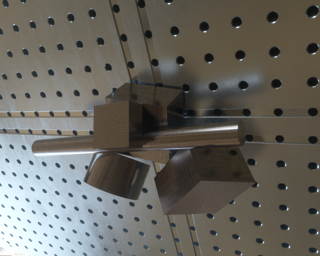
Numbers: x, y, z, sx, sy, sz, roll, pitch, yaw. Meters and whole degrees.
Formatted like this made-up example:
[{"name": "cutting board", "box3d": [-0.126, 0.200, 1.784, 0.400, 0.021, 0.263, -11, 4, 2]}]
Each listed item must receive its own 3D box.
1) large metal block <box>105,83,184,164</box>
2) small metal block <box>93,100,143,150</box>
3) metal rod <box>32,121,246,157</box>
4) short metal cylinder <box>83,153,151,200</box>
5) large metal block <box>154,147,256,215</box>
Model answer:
[{"name": "large metal block", "box3d": [-0.017, -0.007, 0.394, 0.080, 0.050, 0.079, 10, 123, 22]}, {"name": "small metal block", "box3d": [-0.048, -0.001, 0.350, 0.050, 0.025, 0.050, -6, 81, 31]}, {"name": "metal rod", "box3d": [-0.049, 0.017, 0.378, 0.300, 0.025, 0.025, -5, 116, 31]}, {"name": "short metal cylinder", "box3d": [-0.059, 0.062, 0.433, 0.080, 0.080, 0.050, 18, 83, 18]}, {"name": "large metal block", "box3d": [0.051, 0.063, 0.375, 0.081, 0.050, 0.080, 8, 137, -31]}]
